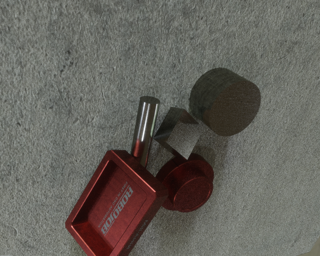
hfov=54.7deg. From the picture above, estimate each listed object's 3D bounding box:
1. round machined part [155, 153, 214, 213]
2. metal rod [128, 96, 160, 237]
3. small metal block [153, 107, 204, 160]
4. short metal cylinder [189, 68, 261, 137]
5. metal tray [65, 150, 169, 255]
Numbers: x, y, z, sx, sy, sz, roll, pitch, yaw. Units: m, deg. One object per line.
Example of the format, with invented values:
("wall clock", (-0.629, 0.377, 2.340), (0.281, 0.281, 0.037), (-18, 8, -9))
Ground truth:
("round machined part", (0.042, 0.091, 0.477), (0.099, 0.042, 0.097), (-14, 125, -21))
("metal rod", (-0.040, 0.096, 0.445), (0.025, 0.025, 0.298), (-3, 120, -28))
("small metal block", (0.026, 0.007, 0.416), (0.050, 0.025, 0.050), (41, 71, -40))
("short metal cylinder", (0.087, -0.035, 0.419), (0.081, 0.050, 0.079), (-14, 125, -21))
("metal tray", (-0.059, 0.104, 0.394), (0.129, 0.090, 0.030), (-58, 152, 13))
